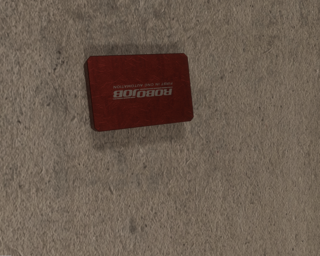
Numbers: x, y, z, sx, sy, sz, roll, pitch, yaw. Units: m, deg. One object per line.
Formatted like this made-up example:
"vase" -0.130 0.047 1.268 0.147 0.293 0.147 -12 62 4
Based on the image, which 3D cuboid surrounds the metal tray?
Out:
"metal tray" -0.025 -0.047 0.398 0.131 0.030 0.089 -7 93 -20
